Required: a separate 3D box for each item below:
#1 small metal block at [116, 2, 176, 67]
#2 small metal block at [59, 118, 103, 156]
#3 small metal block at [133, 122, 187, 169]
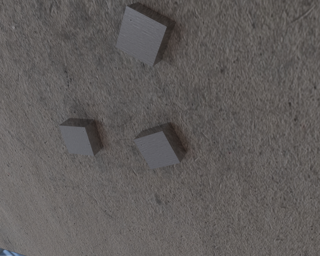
[{"bbox_3d":[-0.017,-0.106,0.350,0.050,0.025,0.050,30,128,8],"label":"small metal block"},{"bbox_3d":[-0.121,0.013,0.479,0.050,0.025,0.050,3,120,26],"label":"small metal block"},{"bbox_3d":[0.000,0.025,0.422,0.050,0.025,0.050,-18,109,35],"label":"small metal block"}]
